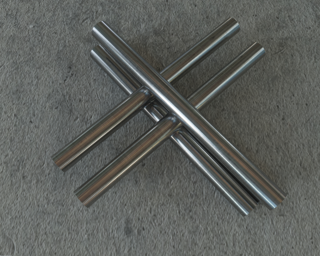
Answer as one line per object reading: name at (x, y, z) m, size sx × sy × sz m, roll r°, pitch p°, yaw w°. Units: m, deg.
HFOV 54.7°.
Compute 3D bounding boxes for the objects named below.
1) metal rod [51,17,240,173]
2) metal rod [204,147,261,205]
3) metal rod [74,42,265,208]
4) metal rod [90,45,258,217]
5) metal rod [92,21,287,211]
metal rod at (-0.009, -0.051, 0.401) m, size 0.301 × 0.025 × 0.025 m, roll -40°, pitch 75°, yaw -14°
metal rod at (0.030, -0.019, 0.417) m, size 0.025 × 0.025 × 0.300 m, roll -40°, pitch 75°, yaw -13°
metal rod at (0.022, -0.013, 0.388) m, size 0.301 × 0.025 × 0.025 m, roll -40°, pitch 75°, yaw -14°
metal rod at (0.009, -0.006, 0.411) m, size 0.025 × 0.025 × 0.300 m, roll -40°, pitch 75°, yaw -13°
metal rod at (0.023, -0.025, 0.365) m, size 0.025 × 0.025 × 0.300 m, roll -41°, pitch 75°, yaw -14°
